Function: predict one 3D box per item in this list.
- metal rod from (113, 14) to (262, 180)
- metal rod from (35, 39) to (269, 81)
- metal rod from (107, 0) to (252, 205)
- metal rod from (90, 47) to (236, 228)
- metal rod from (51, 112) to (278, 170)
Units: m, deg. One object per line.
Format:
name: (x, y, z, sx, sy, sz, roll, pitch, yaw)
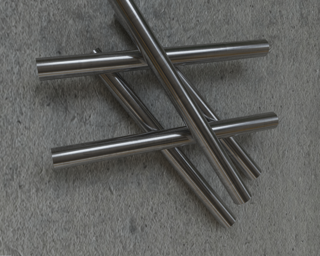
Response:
metal rod: (0.046, -0.040, 0.428, 0.025, 0.025, 0.300, -45, 104, -15)
metal rod: (0.007, -0.089, 0.387, 0.303, 0.025, 0.025, -10, 94, -20)
metal rod: (0.027, -0.032, 0.368, 0.025, 0.025, 0.299, -37, 102, -17)
metal rod: (0.007, 0.022, 0.413, 0.025, 0.025, 0.300, -43, 104, -15)
metal rod: (0.022, 0.011, 0.393, 0.303, 0.025, 0.025, -9, 93, -20)
